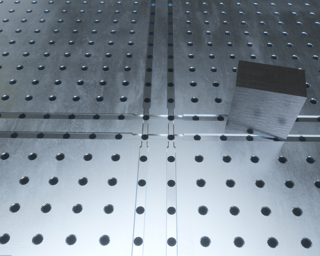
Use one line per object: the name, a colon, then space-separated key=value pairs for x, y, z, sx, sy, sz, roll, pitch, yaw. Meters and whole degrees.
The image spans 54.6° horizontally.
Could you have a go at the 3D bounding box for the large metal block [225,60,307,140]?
large metal block: x=0.133 y=-0.035 z=0.402 sx=0.080 sy=0.080 sz=0.050 roll=10 pitch=51 yaw=9
